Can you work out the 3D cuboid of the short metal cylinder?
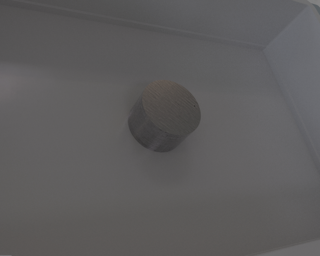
[{"bbox_3d":[0.005,-0.015,0.401,0.081,0.050,0.080,13,56,-21],"label":"short metal cylinder"}]
